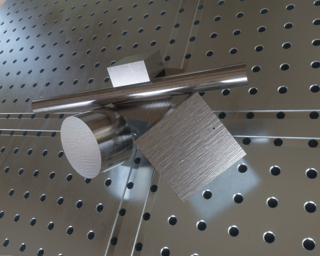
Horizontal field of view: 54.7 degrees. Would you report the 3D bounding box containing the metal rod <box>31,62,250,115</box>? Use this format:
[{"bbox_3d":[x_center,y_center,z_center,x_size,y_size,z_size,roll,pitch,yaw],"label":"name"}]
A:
[{"bbox_3d":[-0.043,-0.044,0.389,0.300,0.025,0.025,-5,59,25],"label":"metal rod"}]

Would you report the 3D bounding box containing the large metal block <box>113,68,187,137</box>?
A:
[{"bbox_3d":[-0.007,-0.033,0.411,0.080,0.050,0.080,12,67,33],"label":"large metal block"}]

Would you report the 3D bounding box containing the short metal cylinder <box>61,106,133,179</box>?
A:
[{"bbox_3d":[-0.081,0.017,0.392,0.080,0.079,0.050,21,30,36],"label":"short metal cylinder"}]

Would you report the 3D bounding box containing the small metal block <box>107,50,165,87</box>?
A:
[{"bbox_3d":[-0.029,-0.074,0.385,0.050,0.025,0.050,-6,24,25],"label":"small metal block"}]

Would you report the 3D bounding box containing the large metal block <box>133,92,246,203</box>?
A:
[{"bbox_3d":[0.030,0.018,0.334,0.080,0.050,0.080,-39,95,2],"label":"large metal block"}]
